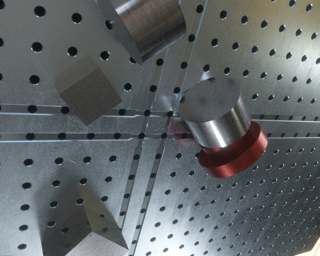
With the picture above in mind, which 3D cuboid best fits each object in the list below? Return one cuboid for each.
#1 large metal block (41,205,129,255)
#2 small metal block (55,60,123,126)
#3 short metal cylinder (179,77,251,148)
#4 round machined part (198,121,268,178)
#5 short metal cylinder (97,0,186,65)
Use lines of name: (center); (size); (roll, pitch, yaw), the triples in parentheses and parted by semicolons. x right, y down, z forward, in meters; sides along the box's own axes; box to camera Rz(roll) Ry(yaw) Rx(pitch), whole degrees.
large metal block: (-0.106, 0.170, 0.442); (0.080, 0.050, 0.080); (-43, 130, 1)
small metal block: (-0.078, -0.039, 0.345); (0.050, 0.025, 0.050); (-36, 129, -4)
short metal cylinder: (0.071, -0.021, 0.402); (0.080, 0.080, 0.050); (-37, 129, -4)
round machined part: (0.095, 0.020, 0.433); (0.098, 0.098, 0.042); (-38, 108, -3)
short metal cylinder: (-0.019, -0.108, 0.298); (0.050, 0.080, 0.080); (-34, 129, -6)
